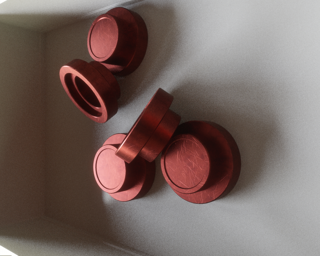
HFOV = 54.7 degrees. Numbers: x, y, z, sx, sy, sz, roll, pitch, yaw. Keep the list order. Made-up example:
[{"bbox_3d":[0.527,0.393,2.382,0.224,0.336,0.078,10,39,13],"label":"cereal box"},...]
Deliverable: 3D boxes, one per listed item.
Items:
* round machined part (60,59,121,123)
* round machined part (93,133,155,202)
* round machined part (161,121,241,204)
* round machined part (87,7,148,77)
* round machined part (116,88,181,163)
[{"bbox_3d":[-0.096,-0.058,0.451,0.098,0.042,0.097,32,148,23],"label":"round machined part"},{"bbox_3d":[-0.057,0.056,0.441,0.098,0.042,0.097,0,90,39],"label":"round machined part"},{"bbox_3d":[0.040,0.040,0.361,0.098,0.042,0.097,0,90,39],"label":"round machined part"},{"bbox_3d":[-0.068,-0.126,0.449,0.098,0.042,0.097,0,90,39],"label":"round machined part"},{"bbox_3d":[-0.010,0.003,0.379,0.042,0.098,0.097,34,116,-6],"label":"round machined part"}]
